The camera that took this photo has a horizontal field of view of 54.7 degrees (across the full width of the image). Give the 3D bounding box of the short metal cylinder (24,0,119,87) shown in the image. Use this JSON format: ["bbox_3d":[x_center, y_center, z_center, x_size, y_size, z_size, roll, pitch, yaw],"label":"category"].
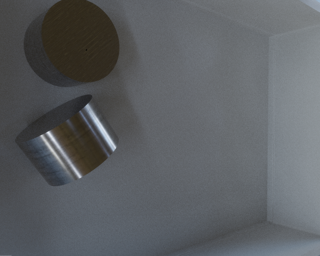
[{"bbox_3d":[-0.089,-0.084,0.316,0.081,0.050,0.079,0,90,-40],"label":"short metal cylinder"}]

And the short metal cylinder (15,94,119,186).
[{"bbox_3d":[-0.088,0.010,0.299,0.080,0.080,0.050,-43,117,-32],"label":"short metal cylinder"}]
